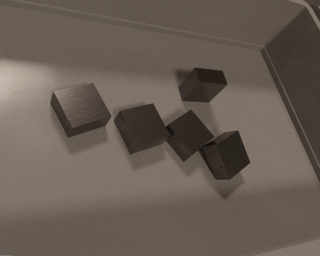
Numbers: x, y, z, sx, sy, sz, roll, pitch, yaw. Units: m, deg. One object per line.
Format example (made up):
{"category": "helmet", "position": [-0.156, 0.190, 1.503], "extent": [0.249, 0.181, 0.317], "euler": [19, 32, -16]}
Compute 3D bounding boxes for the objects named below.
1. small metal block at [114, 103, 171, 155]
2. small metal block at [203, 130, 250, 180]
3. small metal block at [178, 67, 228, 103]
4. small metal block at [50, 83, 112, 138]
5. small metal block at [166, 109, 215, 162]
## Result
{"category": "small metal block", "position": [-0.023, 0.000, 0.395], "extent": [0.050, 0.025, 0.050], "euler": [-16, 70, -35]}
{"category": "small metal block", "position": [0.092, 0.037, 0.424], "extent": [0.050, 0.025, 0.050], "euler": [-28, 99, -38]}
{"category": "small metal block", "position": [0.063, -0.063, 0.464], "extent": [0.050, 0.050, 0.025], "euler": [0, 62, -29]}
{"category": "small metal block", "position": [-0.094, -0.022, 0.369], "extent": [0.050, 0.025, 0.050], "euler": [-21, 73, -36]}
{"category": "small metal block", "position": [0.037, 0.010, 0.422], "extent": [0.050, 0.025, 0.050], "euler": [-34, 81, -38]}
